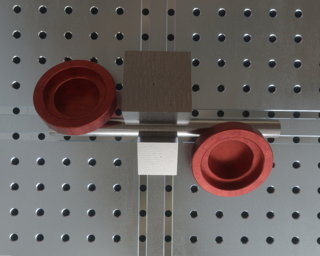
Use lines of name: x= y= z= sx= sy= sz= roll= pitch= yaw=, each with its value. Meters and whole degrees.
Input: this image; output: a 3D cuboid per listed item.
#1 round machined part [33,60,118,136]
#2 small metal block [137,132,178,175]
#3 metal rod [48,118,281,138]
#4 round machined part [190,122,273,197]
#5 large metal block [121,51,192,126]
round machined part: x=-0.103 y=-0.034 z=0.391 sx=0.099 sy=0.042 sz=0.098 roll=0 pitch=64 yaw=0
small metal block: x=-0.003 y=0.034 z=0.403 sx=0.050 sy=0.025 sz=0.050 roll=1 pitch=119 yaw=0
metal rod: x=0.006 y=0.000 z=0.414 sx=0.302 sy=0.025 sz=0.025 roll=1 pitch=90 yaw=0
round machined part: x=0.088 y=0.036 z=0.393 sx=0.099 sy=0.042 sz=0.097 roll=0 pitch=115 yaw=0
large metal block: x=-0.003 y=-0.049 z=0.389 sx=0.081 sy=0.050 sz=0.080 roll=1 pitch=72 yaw=0
